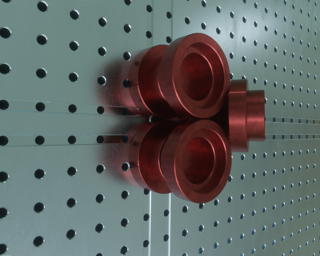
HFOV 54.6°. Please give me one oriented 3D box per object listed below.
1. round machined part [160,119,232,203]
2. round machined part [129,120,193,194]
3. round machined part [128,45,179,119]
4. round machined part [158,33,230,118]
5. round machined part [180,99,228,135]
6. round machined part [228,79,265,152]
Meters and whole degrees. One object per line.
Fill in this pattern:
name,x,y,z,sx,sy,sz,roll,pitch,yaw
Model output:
round machined part,0.040,0.038,0.375,0.099,0.042,0.097,0,90,-40
round machined part,0.011,0.038,0.407,0.099,0.042,0.097,0,90,-40
round machined part,0.010,-0.060,0.407,0.099,0.042,0.097,0,90,-40
round machined part,0.037,-0.060,0.372,0.099,0.042,0.097,0,90,-40
round machined part,0.080,-0.017,0.464,0.099,0.042,0.097,0,90,-40
round machined part,0.118,-0.016,0.413,0.098,0.042,0.097,-1,90,-72
